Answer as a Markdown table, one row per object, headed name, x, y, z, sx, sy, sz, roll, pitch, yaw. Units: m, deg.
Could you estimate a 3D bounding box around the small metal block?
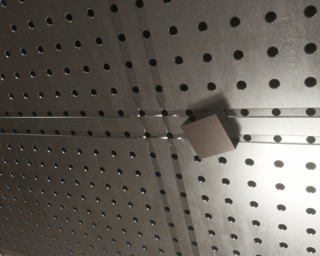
| name | x | y | z | sx | sy | sz | roll | pitch | yaw |
| --- | --- | --- | --- | --- | --- | --- | --- | --- | --- |
| small metal block | 0.062 | 0.006 | 0.381 | 0.050 | 0.025 | 0.050 | -21 | 108 | 35 |
